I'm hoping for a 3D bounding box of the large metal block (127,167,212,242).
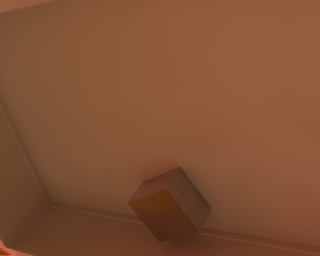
[{"bbox_3d":[0.014,0.114,0.454,0.080,0.050,0.080,-29,103,37],"label":"large metal block"}]
